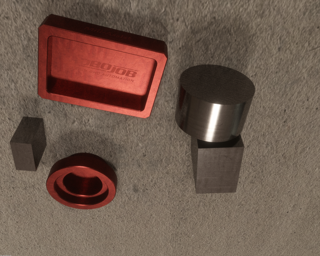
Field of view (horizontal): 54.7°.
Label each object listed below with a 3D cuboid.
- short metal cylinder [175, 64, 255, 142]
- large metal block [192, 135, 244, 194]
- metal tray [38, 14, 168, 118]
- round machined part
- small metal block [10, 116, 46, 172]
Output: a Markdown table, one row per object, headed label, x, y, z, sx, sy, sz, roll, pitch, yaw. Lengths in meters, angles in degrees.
| label | x | y | z | sx | sy | sz | roll | pitch | yaw |
| --- | --- | --- | --- | --- | --- | --- | --- | --- | --- |
| short metal cylinder | 0.059 | -0.029 | 0.347 | 0.081 | 0.080 | 0.050 | 3 | 130 | -3 |
| large metal block | 0.069 | 0.026 | 0.394 | 0.050 | 0.080 | 0.079 | -2 | 130 | 1 |
| metal tray | -0.065 | -0.065 | 0.347 | 0.131 | 0.030 | 0.089 | 11 | 129 | -10 |
| round machined part | -0.112 | 0.074 | 0.458 | 0.099 | 0.042 | 0.097 | -1 | 130 | 0 |
| small metal block | -0.171 | 0.021 | 0.406 | 0.025 | 0.050 | 0.050 | 6 | 130 | -6 |
